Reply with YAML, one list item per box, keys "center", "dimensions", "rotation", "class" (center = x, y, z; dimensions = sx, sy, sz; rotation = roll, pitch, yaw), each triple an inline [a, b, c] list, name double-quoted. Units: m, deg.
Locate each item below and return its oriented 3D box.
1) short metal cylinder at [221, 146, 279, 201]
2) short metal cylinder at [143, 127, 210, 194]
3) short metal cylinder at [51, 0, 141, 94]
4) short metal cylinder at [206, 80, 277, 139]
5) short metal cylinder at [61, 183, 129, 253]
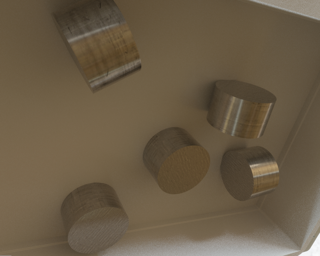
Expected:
- center: [0.143, 0.072, 0.498]
  dimensions: [0.050, 0.080, 0.079]
  rotation: [-8, 122, -25]
  class: "short metal cylinder"
- center: [0.023, 0.045, 0.435]
  dimensions: [0.081, 0.050, 0.079]
  rotation: [-14, 125, -21]
  class: "short metal cylinder"
- center: [-0.059, -0.079, 0.293]
  dimensions: [0.050, 0.080, 0.080]
  rotation: [-29, 129, -11]
  class: "short metal cylinder"
- center: [0.108, -0.027, 0.418]
  dimensions: [0.081, 0.080, 0.050]
  rotation: [-3, 120, -27]
  class: "short metal cylinder"
- center: [-0.089, 0.122, 0.420]
  dimensions: [0.081, 0.050, 0.079]
  rotation: [-14, 125, -21]
  class: "short metal cylinder"
